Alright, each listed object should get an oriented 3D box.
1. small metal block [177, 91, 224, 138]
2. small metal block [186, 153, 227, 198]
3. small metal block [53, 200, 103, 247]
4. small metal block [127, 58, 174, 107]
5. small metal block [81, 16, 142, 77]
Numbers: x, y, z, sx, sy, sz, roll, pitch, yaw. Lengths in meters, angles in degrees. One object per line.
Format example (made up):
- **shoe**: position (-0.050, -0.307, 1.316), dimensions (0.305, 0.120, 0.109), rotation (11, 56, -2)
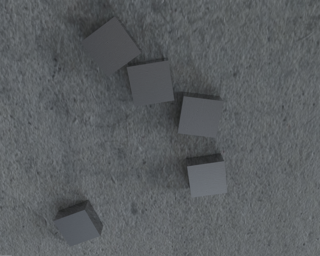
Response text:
- **small metal block**: position (0.051, -0.018, 0.404), dimensions (0.050, 0.025, 0.050), rotation (7, 110, -3)
- **small metal block**: position (0.065, 0.067, 0.435), dimensions (0.050, 0.025, 0.050), rotation (-8, 110, 2)
- **small metal block**: position (-0.120, 0.142, 0.460), dimensions (0.050, 0.025, 0.050), rotation (-21, 109, 7)
- **small metal block**: position (-0.011, -0.058, 0.388), dimensions (0.050, 0.025, 0.050), rotation (-9, 110, 2)
- **small metal block**: position (-0.057, -0.098, 0.373), dimensions (0.050, 0.025, 0.050), rotation (-34, 107, 11)
